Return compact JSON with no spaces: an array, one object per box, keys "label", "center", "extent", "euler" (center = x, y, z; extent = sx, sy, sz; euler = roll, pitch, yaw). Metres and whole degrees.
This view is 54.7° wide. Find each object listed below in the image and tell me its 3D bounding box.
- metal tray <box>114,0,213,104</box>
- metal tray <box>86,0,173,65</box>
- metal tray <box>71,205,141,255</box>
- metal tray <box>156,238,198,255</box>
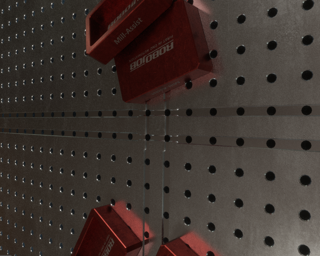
[{"label":"metal tray","center":[-0.003,-0.094,0.407],"extent":[0.130,0.030,0.090],"euler":[-20,77,37]},{"label":"metal tray","center":[-0.047,-0.157,0.415],"extent":[0.130,0.030,0.090],"euler":[-34,48,28]},{"label":"metal tray","center":[-0.090,0.197,0.477],"extent":[0.090,0.030,0.129],"euler":[39,113,32]},{"label":"metal tray","center":[0.040,0.211,0.370],"extent":[0.130,0.030,0.089],"euler":[34,111,34]}]
